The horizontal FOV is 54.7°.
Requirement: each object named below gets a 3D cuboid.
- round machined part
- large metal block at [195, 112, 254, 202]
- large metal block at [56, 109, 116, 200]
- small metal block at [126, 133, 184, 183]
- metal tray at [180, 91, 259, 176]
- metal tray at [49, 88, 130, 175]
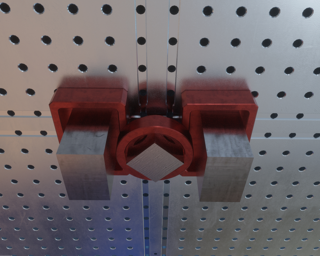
[{"bbox_3d":[-0.007,0.022,0.407,0.099,0.042,0.097,0,130,0],"label":"round machined part"},{"bbox_3d":[0.075,0.036,0.389,0.050,0.080,0.079,1,130,-1],"label":"large metal block"},{"bbox_3d":[-0.086,0.033,0.385,0.050,0.080,0.079,1,130,-1],"label":"large metal block"},{"bbox_3d":[-0.006,0.036,0.389,0.050,0.025,0.050,37,121,-27],"label":"small metal block"},{"bbox_3d":[0.072,0.012,0.418,0.091,0.030,0.129,0,130,0],"label":"metal tray"},{"bbox_3d":[-0.086,0.010,0.414,0.091,0.030,0.129,0,130,-1],"label":"metal tray"}]
